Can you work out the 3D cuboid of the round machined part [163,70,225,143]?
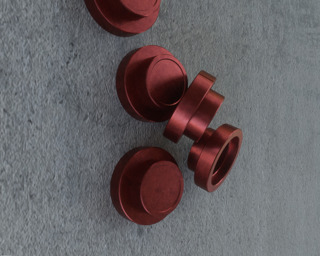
[{"bbox_3d":[0.047,-0.021,0.394,0.042,0.098,0.098,32,65,6],"label":"round machined part"}]

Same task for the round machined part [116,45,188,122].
[{"bbox_3d":[-0.003,-0.056,0.391,0.099,0.042,0.097,0,90,-40],"label":"round machined part"}]

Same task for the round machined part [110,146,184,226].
[{"bbox_3d":[-0.009,0.072,0.386,0.099,0.042,0.097,0,90,-40],"label":"round machined part"}]

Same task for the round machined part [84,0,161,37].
[{"bbox_3d":[-0.037,-0.160,0.362,0.099,0.042,0.097,0,90,-40],"label":"round machined part"}]

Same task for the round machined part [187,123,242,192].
[{"bbox_3d":[0.074,0.038,0.438,0.099,0.042,0.097,-40,144,-37],"label":"round machined part"}]
